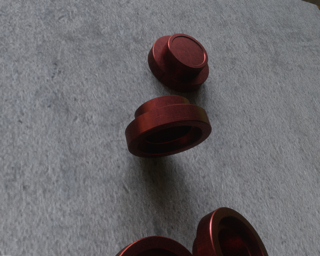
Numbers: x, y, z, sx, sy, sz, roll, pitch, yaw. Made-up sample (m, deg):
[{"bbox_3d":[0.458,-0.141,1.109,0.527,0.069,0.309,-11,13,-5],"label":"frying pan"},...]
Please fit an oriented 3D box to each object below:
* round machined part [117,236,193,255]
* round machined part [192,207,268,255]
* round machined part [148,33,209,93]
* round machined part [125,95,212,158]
[{"bbox_3d":[-0.009,0.157,0.294,0.099,0.042,0.098,14,56,-21],"label":"round machined part"},{"bbox_3d":[0.073,0.140,0.336,0.098,0.042,0.098,32,35,-26],"label":"round machined part"},{"bbox_3d":[0.034,-0.106,0.478,0.099,0.042,0.098,14,56,-21],"label":"round machined part"},{"bbox_3d":[0.007,-0.003,0.364,0.099,0.097,0.042,0,62,-29],"label":"round machined part"}]
